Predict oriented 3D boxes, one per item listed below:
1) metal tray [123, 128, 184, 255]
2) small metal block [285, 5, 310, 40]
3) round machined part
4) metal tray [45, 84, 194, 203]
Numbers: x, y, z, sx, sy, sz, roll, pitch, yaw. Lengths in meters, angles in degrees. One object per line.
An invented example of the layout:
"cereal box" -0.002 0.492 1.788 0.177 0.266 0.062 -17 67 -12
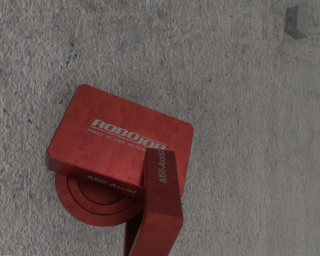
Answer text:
"metal tray" -0.011 0.071 0.312 0.030 0.130 0.089 13 121 -11
"small metal block" 0.285 -0.218 0.644 0.050 0.025 0.050 11 83 -40
"round machined part" -0.059 0.053 0.328 0.099 0.042 0.098 5 72 -17
"metal tray" -0.036 0.017 0.316 0.131 0.030 0.090 20 55 -9
